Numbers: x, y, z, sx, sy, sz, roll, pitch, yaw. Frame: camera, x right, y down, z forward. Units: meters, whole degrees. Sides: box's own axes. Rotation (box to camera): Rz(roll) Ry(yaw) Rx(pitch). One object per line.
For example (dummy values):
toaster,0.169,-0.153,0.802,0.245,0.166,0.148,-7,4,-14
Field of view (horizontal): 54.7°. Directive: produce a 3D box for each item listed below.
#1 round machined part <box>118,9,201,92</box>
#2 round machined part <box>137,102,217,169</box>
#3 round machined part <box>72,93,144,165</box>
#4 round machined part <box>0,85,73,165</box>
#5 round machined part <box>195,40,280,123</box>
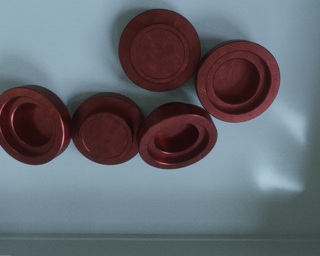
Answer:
round machined part,0.000,-0.090,0.369,0.099,0.042,0.097,0,110,-1
round machined part,0.019,0.006,0.391,0.099,0.042,0.097,-8,136,-8
round machined part,-0.068,0.006,0.403,0.099,0.042,0.097,0,110,-1
round machined part,-0.155,-0.006,0.390,0.098,0.042,0.097,4,107,13
round machined part,0.092,-0.059,0.382,0.099,0.042,0.097,0,110,-1
